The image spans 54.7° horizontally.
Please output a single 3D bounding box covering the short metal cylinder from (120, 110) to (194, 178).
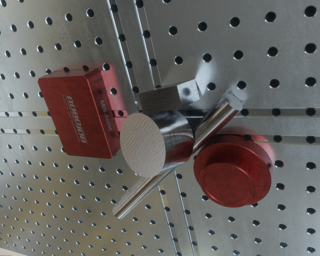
[{"bbox_3d":[-0.005,0.017,0.388,0.080,0.050,0.079,13,109,42],"label":"short metal cylinder"}]

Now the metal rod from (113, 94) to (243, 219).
[{"bbox_3d":[0.006,0.058,0.442,0.025,0.025,0.298,41,129,0],"label":"metal rod"}]

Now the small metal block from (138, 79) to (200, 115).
[{"bbox_3d":[0.012,-0.037,0.362,0.050,0.050,0.025,-8,101,31],"label":"small metal block"}]

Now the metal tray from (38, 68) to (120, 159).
[{"bbox_3d":[-0.116,-0.019,0.455,0.090,0.030,0.129,2,119,27],"label":"metal tray"}]

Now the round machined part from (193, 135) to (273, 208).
[{"bbox_3d":[0.088,0.061,0.390,0.098,0.042,0.097,13,124,20],"label":"round machined part"}]
